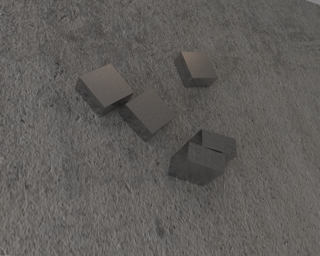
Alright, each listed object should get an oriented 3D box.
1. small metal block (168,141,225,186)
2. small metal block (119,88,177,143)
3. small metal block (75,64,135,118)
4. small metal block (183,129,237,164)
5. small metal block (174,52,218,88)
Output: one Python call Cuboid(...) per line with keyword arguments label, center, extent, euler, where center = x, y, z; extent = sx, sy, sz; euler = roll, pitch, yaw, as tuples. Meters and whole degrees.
Cuboid(label="small metal block", center=(0.045, 0.046, 0.383), extent=(0.050, 0.050, 0.025), euler=(20, 54, -16))
Cuboid(label="small metal block", center=(-0.016, -0.017, 0.406), extent=(0.050, 0.025, 0.050), euler=(48, 51, 5))
Cuboid(label="small metal block", center=(-0.070, -0.048, 0.395), extent=(0.050, 0.025, 0.050), euler=(-34, 81, -38))
Cuboid(label="small metal block", center=(0.064, 0.030, 0.404), extent=(0.050, 0.050, 0.025), euler=(16, 55, -19))
Cuboid(label="small metal block", center=(0.057, -0.092, 0.490), extent=(0.050, 0.025, 0.050), euler=(-6, 65, -31))
